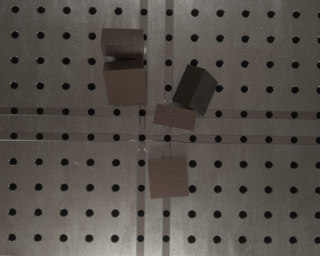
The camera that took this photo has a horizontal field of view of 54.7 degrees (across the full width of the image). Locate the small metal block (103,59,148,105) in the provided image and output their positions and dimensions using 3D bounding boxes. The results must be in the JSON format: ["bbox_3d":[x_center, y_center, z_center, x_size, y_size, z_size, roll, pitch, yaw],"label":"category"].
[{"bbox_3d":[-0.044,-0.059,0.400,0.050,0.025,0.050,-5,128,-1],"label":"small metal block"}]

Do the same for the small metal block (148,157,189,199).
[{"bbox_3d":[0.011,0.066,0.414,0.050,0.025,0.050,-4,90,-1],"label":"small metal block"}]

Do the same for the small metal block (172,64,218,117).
[{"bbox_3d":[0.046,-0.047,0.399,0.025,0.050,0.050,23,90,31],"label":"small metal block"}]

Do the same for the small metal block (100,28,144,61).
[{"bbox_3d":[-0.046,-0.101,0.397,0.050,0.050,0.025,1,68,-1],"label":"small metal block"}]

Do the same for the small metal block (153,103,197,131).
[{"bbox_3d":[0.018,-0.013,0.401,0.050,0.050,0.025,11,91,0],"label":"small metal block"}]
